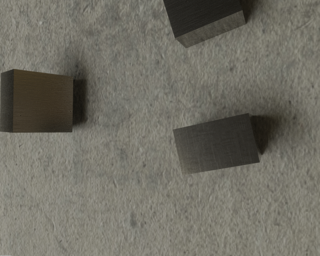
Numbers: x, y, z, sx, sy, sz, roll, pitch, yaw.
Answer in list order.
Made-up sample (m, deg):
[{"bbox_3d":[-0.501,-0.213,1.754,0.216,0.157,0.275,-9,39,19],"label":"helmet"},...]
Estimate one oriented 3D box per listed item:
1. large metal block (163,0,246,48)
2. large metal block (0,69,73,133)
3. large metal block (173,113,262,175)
[{"bbox_3d":[0.051,-0.155,0.377,0.080,0.050,0.080,-18,84,18],"label":"large metal block"},{"bbox_3d":[-0.171,-0.034,0.431,0.050,0.081,0.079,1,91,46],"label":"large metal block"},{"bbox_3d":[0.069,0.017,0.355,0.080,0.080,0.050,-13,86,19],"label":"large metal block"}]
